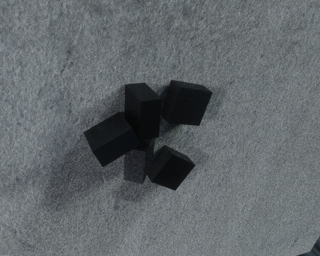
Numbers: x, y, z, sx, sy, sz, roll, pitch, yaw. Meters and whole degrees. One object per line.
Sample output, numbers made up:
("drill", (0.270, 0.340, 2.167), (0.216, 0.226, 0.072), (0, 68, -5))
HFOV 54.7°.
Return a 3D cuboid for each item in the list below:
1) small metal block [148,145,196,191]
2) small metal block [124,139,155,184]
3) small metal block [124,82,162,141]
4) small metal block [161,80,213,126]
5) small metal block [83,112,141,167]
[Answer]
("small metal block", (0.015, 0.059, 0.454), (0.050, 0.025, 0.050), (29, 102, -38))
("small metal block", (-0.025, 0.035, 0.396), (0.025, 0.050, 0.050), (12, 121, 8))
("small metal block", (-0.022, -0.021, 0.368), (0.025, 0.050, 0.050), (-10, 123, -24))
("small metal block", (0.034, -0.032, 0.407), (0.050, 0.025, 0.050), (5, 116, -31))
("small metal block", (-0.057, 0.012, 0.367), (0.050, 0.050, 0.025), (-31, 124, -9))
